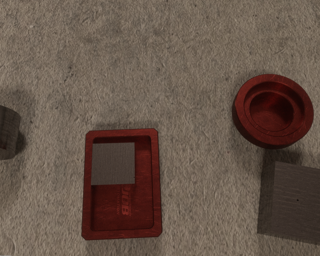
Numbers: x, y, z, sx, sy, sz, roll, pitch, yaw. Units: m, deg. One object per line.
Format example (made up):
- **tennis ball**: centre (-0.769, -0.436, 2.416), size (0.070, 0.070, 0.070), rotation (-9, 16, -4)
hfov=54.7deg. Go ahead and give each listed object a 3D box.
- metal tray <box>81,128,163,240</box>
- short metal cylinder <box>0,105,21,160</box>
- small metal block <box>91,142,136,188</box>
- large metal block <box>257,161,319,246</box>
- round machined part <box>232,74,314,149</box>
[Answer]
- **metal tray**: centre (-0.045, 0.067, 0.380), size (0.091, 0.030, 0.130), rotation (-2, 70, -1)
- **short metal cylinder**: centre (-0.216, 0.006, 0.374), size (0.081, 0.080, 0.050), rotation (0, 70, 0)
- **small metal block**: centre (-0.055, 0.046, 0.377), size (0.050, 0.025, 0.050), rotation (-2, 70, -1)
- **large metal block**: centre (0.165, 0.090, 0.364), size (0.080, 0.050, 0.080), rotation (10, 70, 3)
- **round machined part**: centre (0.143, -0.018, 0.408), size (0.099, 0.042, 0.098), rotation (0, 70, -1)
